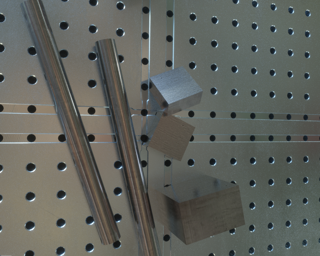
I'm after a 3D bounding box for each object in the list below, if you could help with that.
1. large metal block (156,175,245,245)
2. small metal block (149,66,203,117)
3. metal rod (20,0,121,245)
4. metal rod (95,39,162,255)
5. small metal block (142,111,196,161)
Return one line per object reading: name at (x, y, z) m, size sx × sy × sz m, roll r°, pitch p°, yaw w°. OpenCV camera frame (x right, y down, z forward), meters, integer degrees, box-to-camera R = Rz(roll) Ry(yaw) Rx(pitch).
large metal block at (0.049, 0.101, 0.402) m, size 0.081 × 0.080 × 0.050 m, roll -12°, pitch 94°, yaw -20°
small metal block at (0.020, -0.049, 0.406) m, size 0.050 × 0.025 × 0.050 m, roll -23°, pitch 59°, yaw -19°
metal rod at (-0.105, -0.002, 0.373) m, size 0.025 × 0.025 × 0.298 m, roll -19°, pitch 97°, yaw -19°
metal rod at (-0.038, 0.037, 0.398) m, size 0.025 × 0.025 × 0.298 m, roll -13°, pitch 95°, yaw -20°
small metal block at (0.012, 0.011, 0.417) m, size 0.050 × 0.025 × 0.050 m, roll 27°, pitch 81°, yaw -18°
